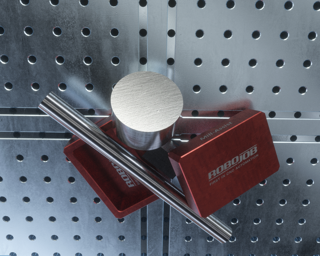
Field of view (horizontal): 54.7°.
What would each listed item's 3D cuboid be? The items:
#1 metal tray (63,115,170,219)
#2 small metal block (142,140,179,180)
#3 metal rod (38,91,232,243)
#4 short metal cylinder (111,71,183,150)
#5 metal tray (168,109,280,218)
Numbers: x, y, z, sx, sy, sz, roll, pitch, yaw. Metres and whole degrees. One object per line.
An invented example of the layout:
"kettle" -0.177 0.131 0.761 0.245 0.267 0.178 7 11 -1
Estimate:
"metal tray" -0.055 0.053 0.425 0.090 0.030 0.130 -30 108 10
"small metal block" 0.005 0.033 0.407 0.050 0.050 0.025 39 106 -13
"metal rod" -0.021 0.058 0.399 0.301 0.025 0.025 39 105 -14
"short metal cylinder" -0.017 -0.020 0.366 0.081 0.080 0.050 8 152 -3
"metal tray" 0.085 0.043 0.396 0.131 0.030 0.090 -28 110 -16
